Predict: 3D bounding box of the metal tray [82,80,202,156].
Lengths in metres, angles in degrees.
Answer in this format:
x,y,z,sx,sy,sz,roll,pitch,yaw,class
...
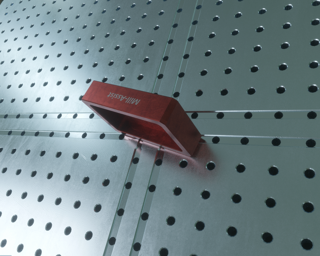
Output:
x,y,z,sx,sy,sz,roll,pitch,yaw,class
-0.023,-0.012,0.384,0.130,0.090,0.030,16,71,34,metal tray
